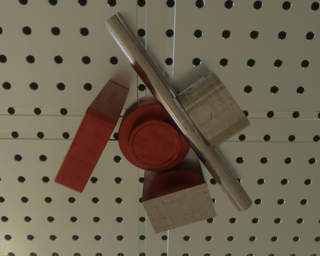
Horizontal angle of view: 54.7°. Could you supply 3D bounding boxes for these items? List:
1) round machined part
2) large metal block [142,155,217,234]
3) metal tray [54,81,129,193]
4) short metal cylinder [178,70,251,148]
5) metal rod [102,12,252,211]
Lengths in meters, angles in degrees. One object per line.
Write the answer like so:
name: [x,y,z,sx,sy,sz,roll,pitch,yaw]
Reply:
round machined part: [-0.007,0.015,0.409,0.099,0.042,0.097,0,110,-1]
large metal block: [0.024,0.086,0.416,0.080,0.080,0.050,-18,109,6]
metal tray: [-0.074,0.003,0.358,0.030,0.130,0.089,26,108,-9]
short metal cylinder: [0.065,-0.023,0.375,0.050,0.080,0.080,-35,107,12]
metal rod: [0.031,-0.008,0.388,0.025,0.025,0.299,-34,107,11]
